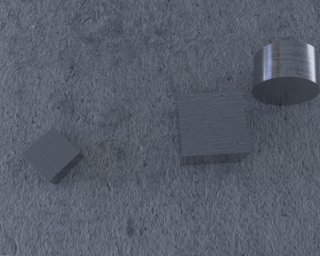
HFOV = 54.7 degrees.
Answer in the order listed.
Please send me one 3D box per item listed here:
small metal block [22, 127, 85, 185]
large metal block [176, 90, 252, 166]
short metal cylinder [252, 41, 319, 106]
[{"bbox_3d":[-0.134,0.035,0.394,0.050,0.025,0.050,41,75,13],"label":"small metal block"},{"bbox_3d":[0.064,0.001,0.395,0.081,0.050,0.080,-4,70,-2],"label":"large metal block"},{"bbox_3d":[0.163,-0.069,0.405,0.080,0.080,0.050,7,70,2],"label":"short metal cylinder"}]
